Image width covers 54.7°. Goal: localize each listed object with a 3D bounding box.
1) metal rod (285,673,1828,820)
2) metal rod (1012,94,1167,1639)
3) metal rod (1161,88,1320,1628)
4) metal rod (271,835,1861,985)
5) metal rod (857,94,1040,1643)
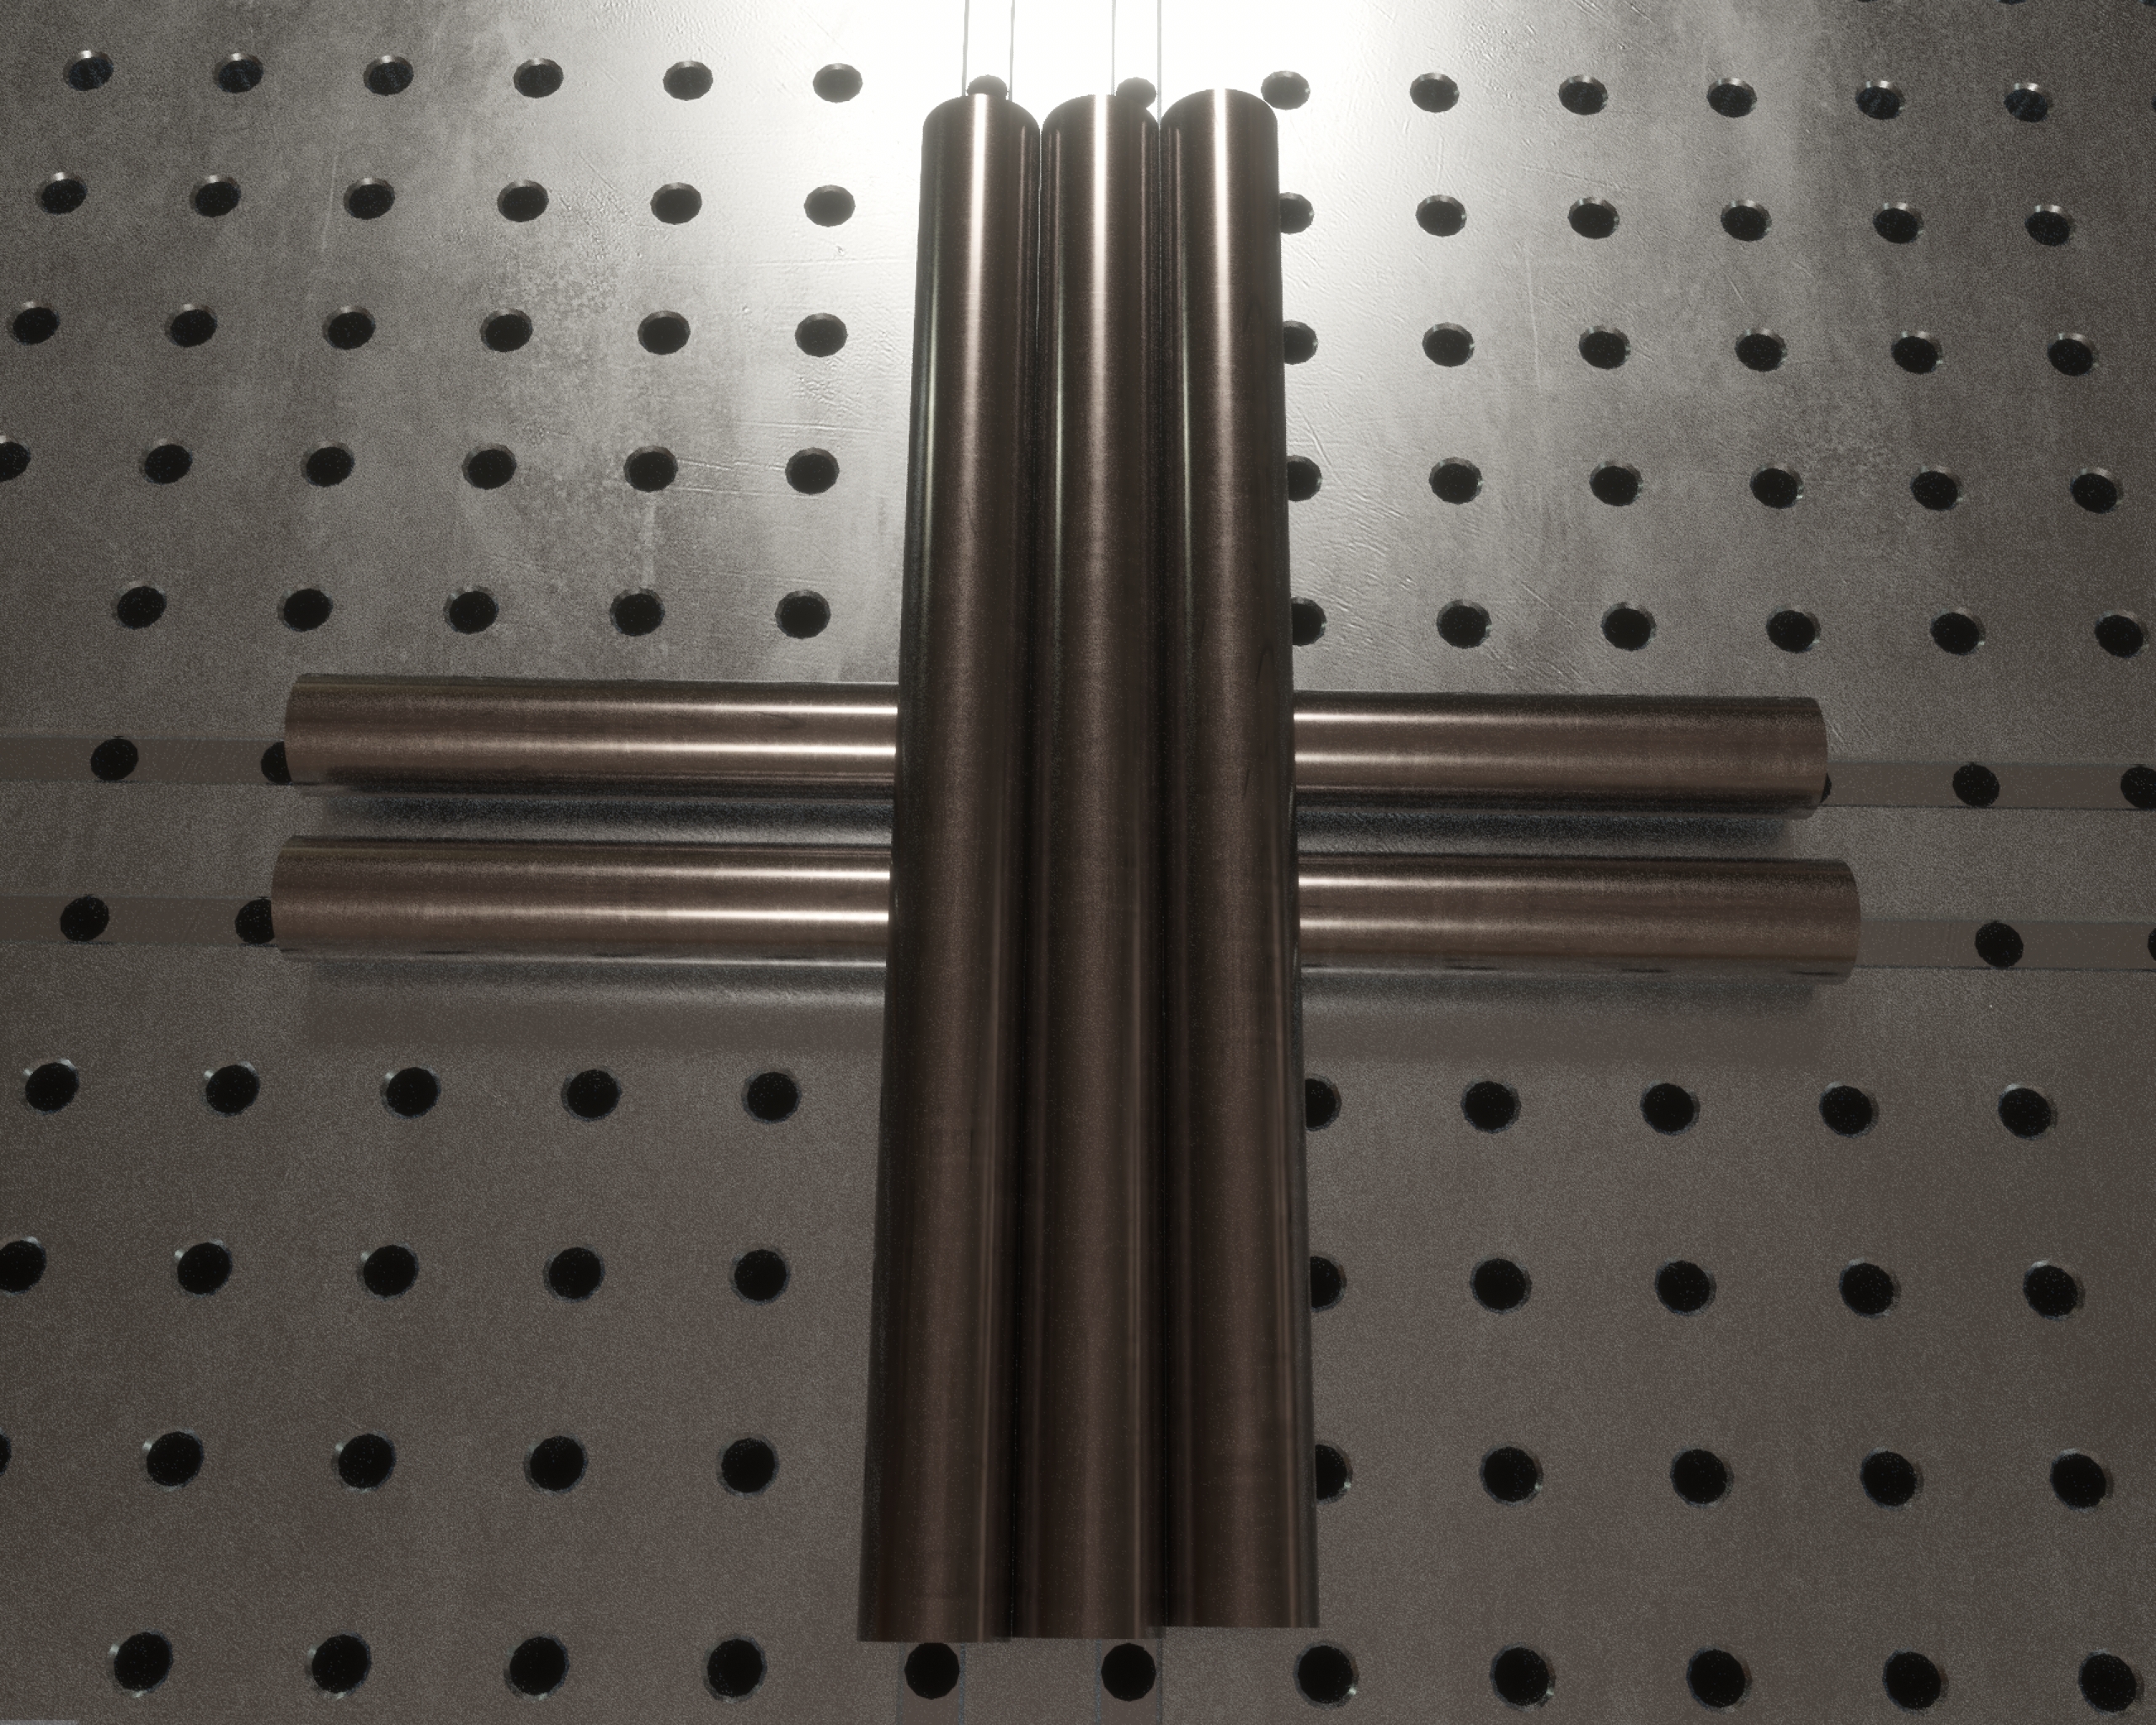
[{"bbox_3d":[-0.004,-0.023,0.420,0.302,0.025,0.025,1,70,0],"label":"metal rod"},{"bbox_3d":[0.003,-0.014,0.391,0.025,0.025,0.299,1,70,0],"label":"metal rod"},{"bbox_3d":[0.028,-0.016,0.392,0.025,0.025,0.299,1,70,0],"label":"metal rod"},{"bbox_3d":[-0.002,0.009,0.408,0.302,0.025,0.025,1,70,0],"label":"metal rod"},{"bbox_3d":[-0.022,-0.014,0.390,0.025,0.025,0.299,1,70,0],"label":"metal rod"}]
